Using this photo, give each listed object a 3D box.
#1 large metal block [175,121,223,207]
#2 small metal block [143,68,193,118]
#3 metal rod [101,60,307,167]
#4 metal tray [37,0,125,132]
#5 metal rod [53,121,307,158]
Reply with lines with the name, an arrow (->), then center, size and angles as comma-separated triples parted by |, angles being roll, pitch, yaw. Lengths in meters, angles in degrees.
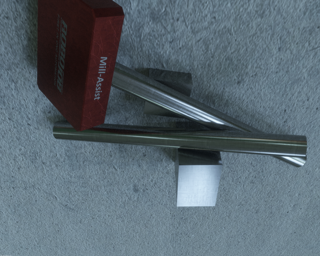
large metal block -> 0.047, 0.047, 0.412 | 0.050, 0.080, 0.079 | 0, 130, 0
small metal block -> 0.009, -0.041, 0.373 | 0.050, 0.025, 0.050 | 7, 130, -6
metal rod -> 0.068, -0.008, 0.373 | 0.302, 0.025, 0.025 | 22, 127, -24
metal tray -> -0.084, -0.072, 0.304 | 0.030, 0.090, 0.129 | -23, 145, -40
metal rod -> 0.012, 0.012, 0.374 | 0.301, 0.025, 0.025 | 4, 131, 13
